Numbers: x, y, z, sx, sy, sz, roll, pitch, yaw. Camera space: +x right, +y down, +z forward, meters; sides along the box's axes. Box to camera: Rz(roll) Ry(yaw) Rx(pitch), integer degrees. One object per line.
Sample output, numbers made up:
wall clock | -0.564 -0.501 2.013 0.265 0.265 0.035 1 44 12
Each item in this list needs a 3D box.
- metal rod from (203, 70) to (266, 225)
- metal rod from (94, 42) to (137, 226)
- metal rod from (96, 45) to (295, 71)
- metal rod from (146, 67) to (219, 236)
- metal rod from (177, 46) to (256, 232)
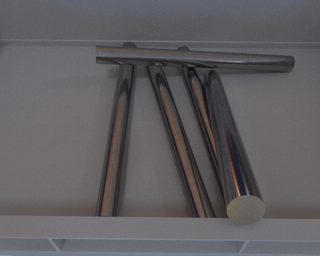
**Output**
metal rod | 0.067 -0.012 0.338 0.025 0.025 0.301 4 26 3
metal rod | -0.053 -0.018 0.419 0.025 0.025 0.300 1 50 1
metal rod | 0.059 -0.101 0.459 0.302 0.025 0.025 0 49 -13
metal rod | 0.016 -0.007 0.410 0.025 0.025 0.300 -10 51 -8
metal rod | 0.062 -0.011 0.414 0.025 0.025 0.300 -7 50 -6
